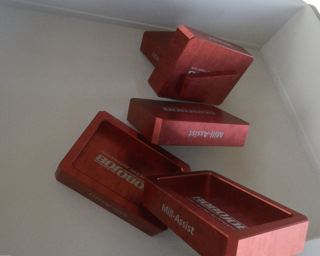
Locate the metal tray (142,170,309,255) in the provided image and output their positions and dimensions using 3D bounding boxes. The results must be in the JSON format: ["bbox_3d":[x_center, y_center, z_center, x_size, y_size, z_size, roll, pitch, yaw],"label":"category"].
[{"bbox_3d":[0.053,0.077,0.289,0.091,0.130,0.030,0,102,-32],"label":"metal tray"}]

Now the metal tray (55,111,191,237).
[{"bbox_3d":[-0.037,0.050,0.352,0.130,0.030,0.090,33,51,-7],"label":"metal tray"}]

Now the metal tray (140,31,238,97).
[{"bbox_3d":[0.039,-0.099,0.455,0.091,0.030,0.130,-10,46,-30],"label":"metal tray"}]

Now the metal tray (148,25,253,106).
[{"bbox_3d":[0.058,-0.080,0.426,0.131,0.089,0.030,4,40,-41],"label":"metal tray"}]

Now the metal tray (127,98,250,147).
[{"bbox_3d":[0.035,-0.008,0.393,0.131,0.030,0.090,3,18,-27],"label":"metal tray"}]
